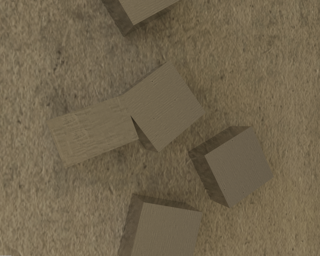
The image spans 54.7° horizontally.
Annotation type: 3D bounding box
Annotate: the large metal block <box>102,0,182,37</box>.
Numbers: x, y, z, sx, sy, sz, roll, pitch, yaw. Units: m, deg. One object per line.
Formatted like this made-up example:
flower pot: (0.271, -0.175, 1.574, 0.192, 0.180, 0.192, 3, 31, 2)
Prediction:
large metal block: (-0.028, -0.174, 0.386, 0.080, 0.050, 0.080, -35, 102, -17)

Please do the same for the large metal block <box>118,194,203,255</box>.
large metal block: (-0.001, 0.135, 0.397, 0.081, 0.050, 0.080, 15, 85, -20)

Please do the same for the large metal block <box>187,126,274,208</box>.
large metal block: (0.099, 0.051, 0.434, 0.080, 0.050, 0.080, -29, 100, -18)

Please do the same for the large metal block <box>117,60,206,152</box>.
large metal block: (-0.004, -0.027, 0.395, 0.080, 0.050, 0.080, -40, 103, -16)

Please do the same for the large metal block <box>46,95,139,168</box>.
large metal block: (-0.080, 0.002, 0.351, 0.081, 0.080, 0.050, -22, 98, -19)
